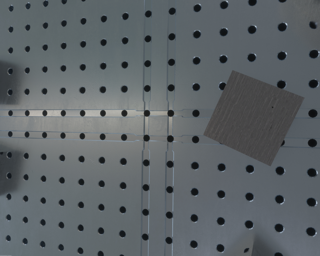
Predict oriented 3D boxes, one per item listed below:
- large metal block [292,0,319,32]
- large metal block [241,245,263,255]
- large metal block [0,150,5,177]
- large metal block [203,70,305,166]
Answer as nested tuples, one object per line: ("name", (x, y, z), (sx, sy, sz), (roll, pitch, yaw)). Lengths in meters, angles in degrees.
("large metal block", (0.175, -0.150, 0.322), (0.050, 0.080, 0.080), (-38, 78, 16))
("large metal block", (0.108, 0.202, 0.361), (0.080, 0.050, 0.080), (46, 104, 14))
("large metal block", (-0.314, 0.068, 0.511), (0.080, 0.050, 0.080), (15, 95, 19))
("large metal block", (0.108, -0.012, 0.361), (0.080, 0.050, 0.080), (26, 99, 18))
